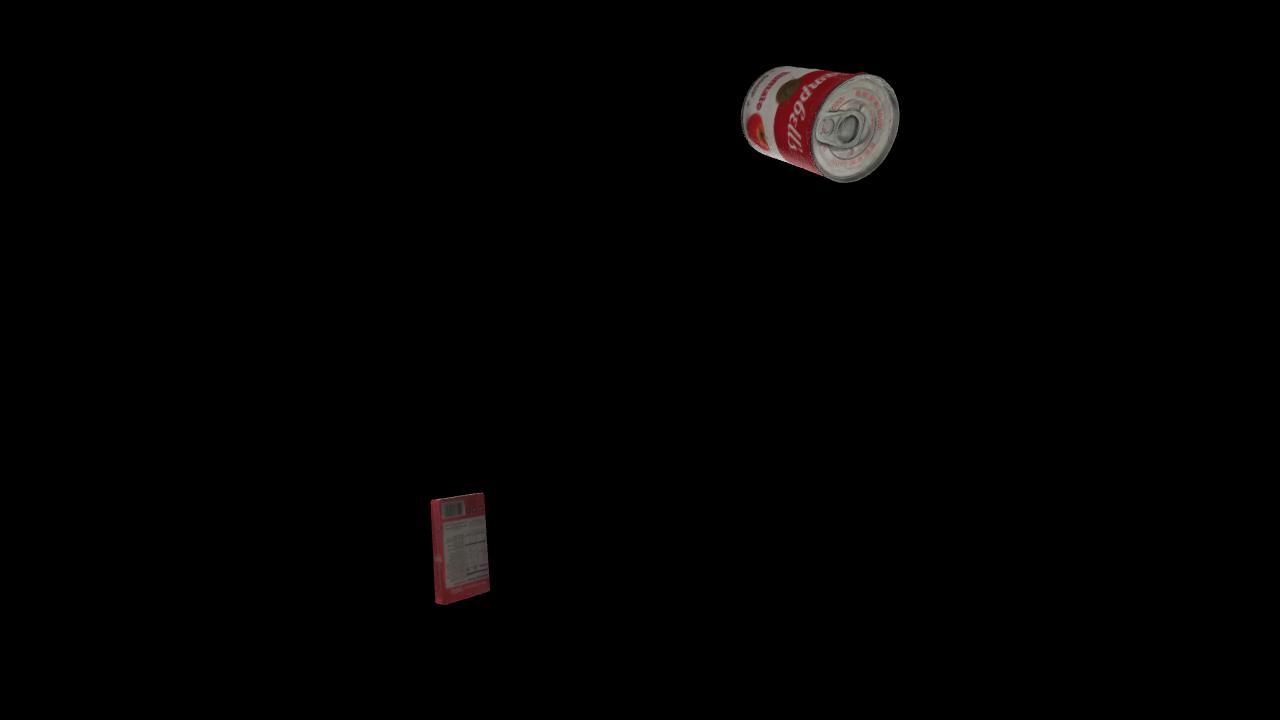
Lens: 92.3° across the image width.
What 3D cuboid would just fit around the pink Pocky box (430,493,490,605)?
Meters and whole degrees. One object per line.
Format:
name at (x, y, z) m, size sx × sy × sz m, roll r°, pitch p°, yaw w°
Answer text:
pink Pocky box at (-0.278, 0.289, 0.952) m, size 0.029 × 0.155 × 0.084 m, roll -12°, pitch -10°, yaw 39°

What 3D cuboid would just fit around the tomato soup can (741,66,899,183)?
tomato soup can at (0.125, -0.172, 0.441) m, size 0.068 × 0.068 × 0.101 m, roll 0°, pitch 27°, yaw -22°
